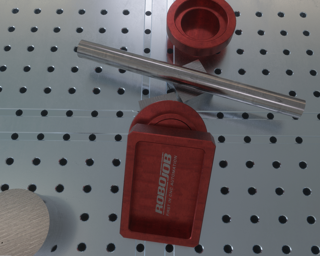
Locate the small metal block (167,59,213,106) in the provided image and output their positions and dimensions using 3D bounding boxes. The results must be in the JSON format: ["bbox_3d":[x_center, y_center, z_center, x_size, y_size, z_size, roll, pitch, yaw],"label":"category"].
[{"bbox_3d":[0.042,-0.061,0.434,0.050,0.025,0.050,-24,72,-9],"label":"small metal block"}]

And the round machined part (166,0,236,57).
[{"bbox_3d":[0.059,-0.147,0.457,0.099,0.042,0.098,0,70,0],"label":"round machined part"}]

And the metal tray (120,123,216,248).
[{"bbox_3d":[0.006,0.065,0.346,0.091,0.030,0.129,7,108,2],"label":"metal tray"}]

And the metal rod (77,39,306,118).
[{"bbox_3d":[0.036,-0.067,0.409,0.301,0.025,0.025,16,71,6],"label":"metal rod"}]

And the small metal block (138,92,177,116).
[{"bbox_3d":[0.002,-0.016,0.417,0.050,0.025,0.050,-15,71,-6],"label":"small metal block"}]

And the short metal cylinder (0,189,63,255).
[{"bbox_3d":[-0.159,0.113,0.356,0.081,0.050,0.080,0,70,0],"label":"short metal cylinder"}]

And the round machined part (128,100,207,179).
[{"bbox_3d":[0.011,0.015,0.377,0.099,0.042,0.097,-1,96,-6],"label":"round machined part"}]
